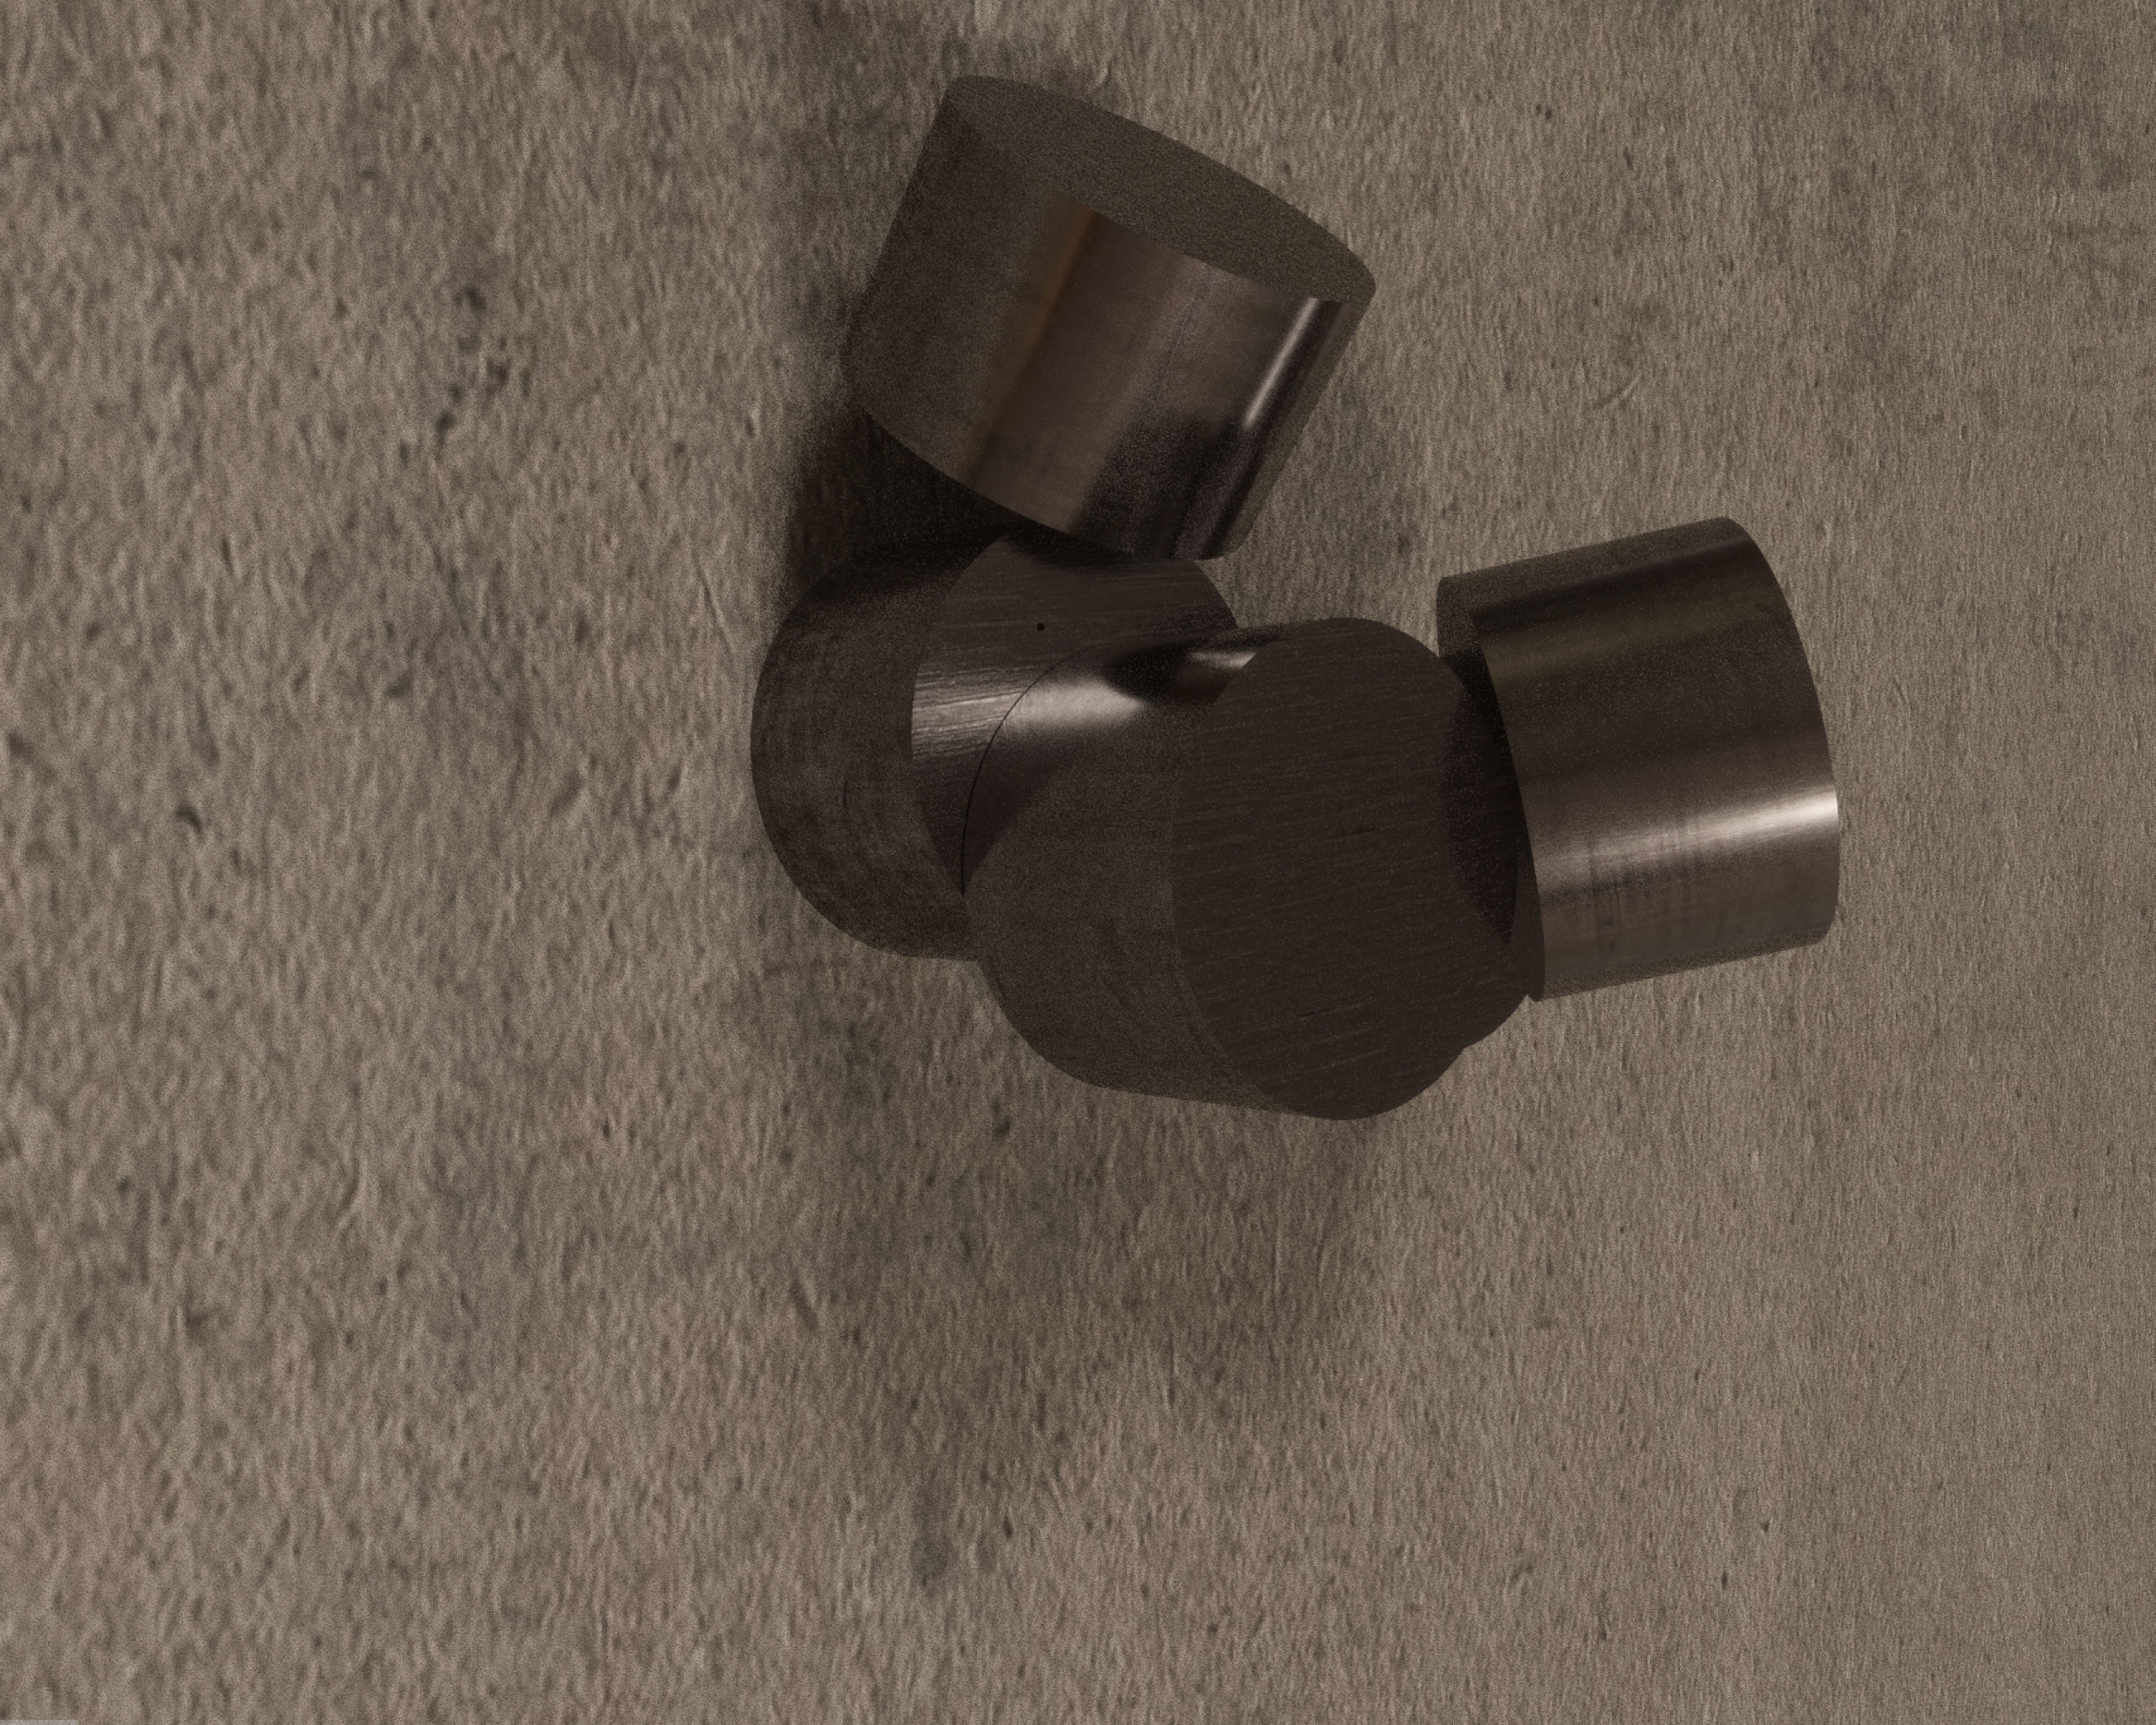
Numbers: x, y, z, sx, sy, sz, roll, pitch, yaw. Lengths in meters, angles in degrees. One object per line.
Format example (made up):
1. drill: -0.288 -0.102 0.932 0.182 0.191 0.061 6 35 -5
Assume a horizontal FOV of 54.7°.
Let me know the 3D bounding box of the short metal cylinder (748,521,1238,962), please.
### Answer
1. short metal cylinder: -0.012 -0.021 0.381 0.081 0.050 0.079 0 90 -40

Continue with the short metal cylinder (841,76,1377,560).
1. short metal cylinder: 0.005 -0.096 0.368 0.081 0.080 0.050 0 129 -40

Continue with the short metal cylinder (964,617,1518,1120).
1. short metal cylinder: 0.028 0.001 0.350 0.081 0.050 0.079 0 90 -40

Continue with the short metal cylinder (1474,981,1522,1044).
1. short metal cylinder: 0.057 -0.001 0.440 0.081 0.050 0.079 0 90 -40

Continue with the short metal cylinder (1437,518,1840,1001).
1. short metal cylinder: 0.100 -0.019 0.382 0.050 0.080 0.079 -12 101 4
